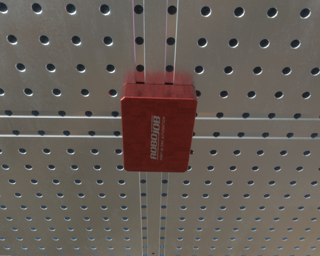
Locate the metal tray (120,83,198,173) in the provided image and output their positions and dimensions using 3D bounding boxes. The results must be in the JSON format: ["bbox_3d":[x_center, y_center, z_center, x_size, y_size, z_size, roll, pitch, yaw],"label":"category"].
[{"bbox_3d":[-0.003,0.005,0.411,0.091,0.030,0.129,1,130,-2],"label":"metal tray"}]
